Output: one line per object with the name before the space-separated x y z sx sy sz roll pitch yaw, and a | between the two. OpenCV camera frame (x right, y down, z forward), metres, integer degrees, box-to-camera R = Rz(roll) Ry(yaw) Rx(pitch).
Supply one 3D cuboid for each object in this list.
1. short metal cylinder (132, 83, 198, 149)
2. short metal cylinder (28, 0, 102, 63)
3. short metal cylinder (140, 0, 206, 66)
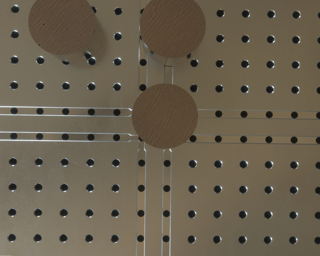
short metal cylinder | 0.006 -0.015 0.401 0.081 0.050 0.079 0 90 -1
short metal cylinder | -0.119 -0.128 0.399 0.081 0.050 0.079 0 90 -1
short metal cylinder | 0.015 -0.125 0.401 0.081 0.050 0.079 0 90 -1
